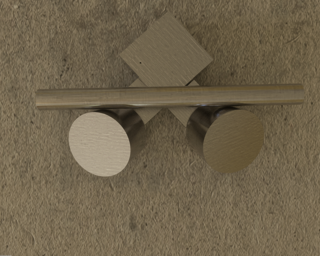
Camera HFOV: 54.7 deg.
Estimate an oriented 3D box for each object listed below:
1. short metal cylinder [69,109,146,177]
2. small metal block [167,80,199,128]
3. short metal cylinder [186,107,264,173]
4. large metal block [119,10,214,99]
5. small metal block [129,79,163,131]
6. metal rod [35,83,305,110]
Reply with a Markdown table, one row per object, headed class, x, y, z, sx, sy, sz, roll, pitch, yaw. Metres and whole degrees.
| class | x | y | z | sx | sy | sz | roll | pitch | yaw |
| --- | --- | --- | --- | --- | --- | --- | --- | --- | --- |
| short metal cylinder | -0.064 | 0.013 | 0.384 | 0.080 | 0.050 | 0.079 | 5 | 108 | 17 |
| small metal block | 0.043 | -0.027 | 0.411 | 0.050 | 0.025 | 0.050 | -43 | 90 | 0 |
| short metal cylinder | 0.080 | 0.009 | 0.385 | 0.081 | 0.050 | 0.079 | -6 | 110 | -17 |
| large metal block | 0.008 | -0.085 | 0.397 | 0.080 | 0.050 | 0.080 | -42 | 90 | 0 |
| small metal block | -0.029 | -0.029 | 0.411 | 0.050 | 0.025 | 0.050 | -43 | 90 | -1 |
| metal rod | 0.012 | -0.036 | 0.359 | 0.302 | 0.025 | 0.025 | -1 | 90 | 0 |
